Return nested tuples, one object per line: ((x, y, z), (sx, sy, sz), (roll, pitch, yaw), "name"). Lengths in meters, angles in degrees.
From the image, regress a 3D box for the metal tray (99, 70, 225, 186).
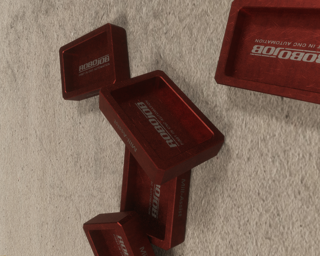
((-0.001, -0.008, 0.359), (0.130, 0.091, 0.030), (51, 148, 27), "metal tray")

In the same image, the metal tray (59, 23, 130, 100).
((-0.106, -0.098, 0.486), (0.130, 0.030, 0.089), (-9, 84, 39), "metal tray")

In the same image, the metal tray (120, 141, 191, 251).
((-0.008, 0.080, 0.406), (0.090, 0.030, 0.129), (8, 95, 39), "metal tray")

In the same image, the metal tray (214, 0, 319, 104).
((0.124, -0.075, 0.298), (0.130, 0.030, 0.089), (19, 102, 38), "metal tray")

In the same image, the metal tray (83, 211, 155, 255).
((-0.044, 0.178, 0.408), (0.090, 0.030, 0.129), (-20, 93, 44), "metal tray")
